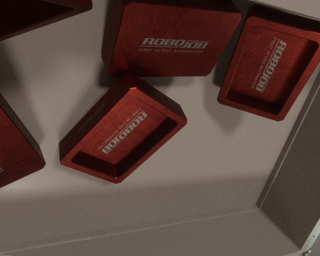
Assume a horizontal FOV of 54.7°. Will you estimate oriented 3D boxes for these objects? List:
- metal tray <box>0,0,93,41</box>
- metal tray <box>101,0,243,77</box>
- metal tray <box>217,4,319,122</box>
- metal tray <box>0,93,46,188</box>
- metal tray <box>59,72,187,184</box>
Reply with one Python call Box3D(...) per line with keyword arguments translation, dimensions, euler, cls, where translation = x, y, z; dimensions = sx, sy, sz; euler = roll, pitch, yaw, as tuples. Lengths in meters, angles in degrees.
Box3D(translation=(-0.124, -0.085, 0.205), dimensions=(0.090, 0.130, 0.030), euler=(-20, 103, -61), cls="metal tray")
Box3D(translation=(0.011, -0.097, 0.331), dimensions=(0.131, 0.030, 0.089), euler=(-5, 144, -26), cls="metal tray")
Box3D(translation=(0.131, -0.073, 0.376), dimensions=(0.090, 0.030, 0.129), euler=(18, 138, 7), cls="metal tray")
Box3D(translation=(-0.177, 0.015, 0.292), dimensions=(0.091, 0.030, 0.129), euler=(-26, 147, -13), cls="metal tray")
Box3D(translation=(-0.044, 0.007, 0.365), dimensions=(0.130, 0.030, 0.090), euler=(-43, 132, 20), cls="metal tray")
